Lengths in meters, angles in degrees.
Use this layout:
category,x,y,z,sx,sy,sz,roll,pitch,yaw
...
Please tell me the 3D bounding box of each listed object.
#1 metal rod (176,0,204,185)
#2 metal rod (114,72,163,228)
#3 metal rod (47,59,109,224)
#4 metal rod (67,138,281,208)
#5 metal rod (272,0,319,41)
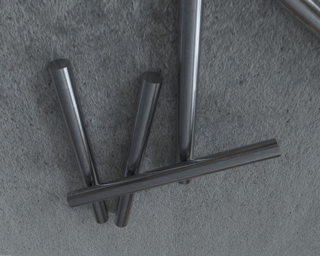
category,x,y,z,sx,sy,sz,roll,pitch,yaw
metal rod,0.033,-0.037,0.375,0.025,0.025,0.298,-1,130,1
metal rod,-0.038,0.053,0.451,0.025,0.025,0.298,9,130,-8
metal rod,-0.106,0.042,0.441,0.025,0.025,0.298,-2,130,1
metal rod,0.009,0.066,0.428,0.301,0.025,0.025,-16,128,13
metal rod,0.155,-0.112,0.312,0.301,0.025,0.025,28,125,-22
